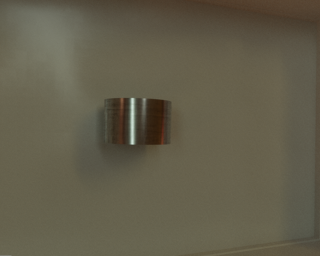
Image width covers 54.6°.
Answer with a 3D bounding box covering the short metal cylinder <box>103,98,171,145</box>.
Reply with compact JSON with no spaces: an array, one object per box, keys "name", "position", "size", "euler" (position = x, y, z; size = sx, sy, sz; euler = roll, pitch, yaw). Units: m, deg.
[{"name":"short metal cylinder","position":[-0.027,-0.007,0.371],"size":[0.081,0.080,0.050],"euler":[2,90,-20]}]
